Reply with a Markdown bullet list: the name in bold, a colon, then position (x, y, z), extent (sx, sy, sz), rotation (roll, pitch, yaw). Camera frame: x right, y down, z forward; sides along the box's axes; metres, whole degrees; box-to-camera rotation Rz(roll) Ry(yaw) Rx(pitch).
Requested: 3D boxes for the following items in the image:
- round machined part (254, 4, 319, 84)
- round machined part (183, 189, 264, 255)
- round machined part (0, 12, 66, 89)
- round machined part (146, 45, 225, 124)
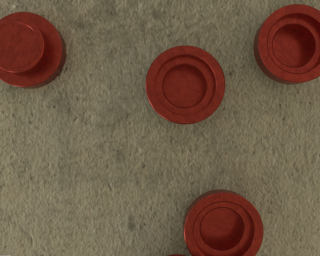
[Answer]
- **round machined part**: position (0.171, -0.105, 0.404), extent (0.099, 0.042, 0.097), rotation (0, 90, -1)
- **round machined part**: position (0.079, 0.128, 0.403), extent (0.099, 0.042, 0.097), rotation (0, 90, -1)
- **round machined part**: position (-0.177, -0.102, 0.399), extent (0.099, 0.042, 0.097), rotation (0, 90, -1)
- **round machined part**: position (0.031, -0.054, 0.402), extent (0.099, 0.042, 0.097), rotation (0, 90, -1)
